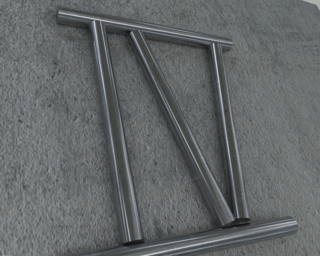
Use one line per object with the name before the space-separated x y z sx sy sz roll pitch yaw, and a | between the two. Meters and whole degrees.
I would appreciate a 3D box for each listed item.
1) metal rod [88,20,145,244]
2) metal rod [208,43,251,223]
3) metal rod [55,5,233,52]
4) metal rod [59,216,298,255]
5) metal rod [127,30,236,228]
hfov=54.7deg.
metal rod | -0.059 -0.014 0.382 0.025 0.025 0.299 1 61 -28
metal rod | 0.099 -0.012 0.467 0.025 0.025 0.299 13 56 -22
metal rod | -0.008 -0.154 0.496 0.303 0.025 0.025 1 62 -28
metal rod | 0.044 0.130 0.350 0.303 0.025 0.025 1 62 -28
metal rod | 0.022 -0.012 0.425 0.025 0.025 0.299 -12 68 -34
